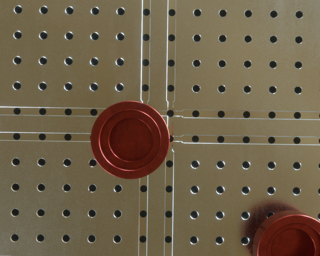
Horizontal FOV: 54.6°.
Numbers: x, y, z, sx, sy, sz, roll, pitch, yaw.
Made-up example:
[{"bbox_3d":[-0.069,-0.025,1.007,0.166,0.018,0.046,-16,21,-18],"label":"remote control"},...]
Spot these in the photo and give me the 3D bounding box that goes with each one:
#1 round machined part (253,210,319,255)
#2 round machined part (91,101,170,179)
[{"bbox_3d":[0.170,0.156,0.406,0.099,0.042,0.097,0,90,0],"label":"round machined part"},{"bbox_3d":[-0.037,0.015,0.405,0.099,0.042,0.097,0,90,0],"label":"round machined part"}]
